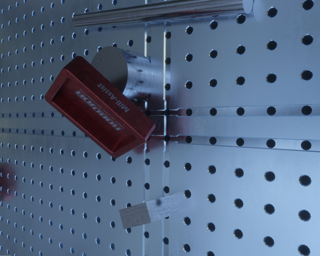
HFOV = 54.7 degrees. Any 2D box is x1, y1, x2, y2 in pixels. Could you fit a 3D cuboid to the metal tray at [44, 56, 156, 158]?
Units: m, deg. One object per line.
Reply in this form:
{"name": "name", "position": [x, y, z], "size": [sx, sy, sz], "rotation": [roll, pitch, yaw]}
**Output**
{"name": "metal tray", "position": [-0.081, -0.022, 0.408], "size": [0.130, 0.030, 0.090], "rotation": [43, 142, -13]}

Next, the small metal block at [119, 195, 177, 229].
{"name": "small metal block", "position": [-0.016, 0.109, 0.404], "size": [0.050, 0.050, 0.025], "rotation": [-26, 74, 37]}

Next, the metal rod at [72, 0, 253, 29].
{"name": "metal rod", "position": [-0.021, -0.157, 0.424], "size": [0.300, 0.025, 0.025], "rotation": [11, 97, 39]}

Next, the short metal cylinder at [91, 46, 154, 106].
{"name": "short metal cylinder", "position": [-0.055, -0.070, 0.437], "size": [0.080, 0.050, 0.079], "rotation": [0, 90, 39]}
